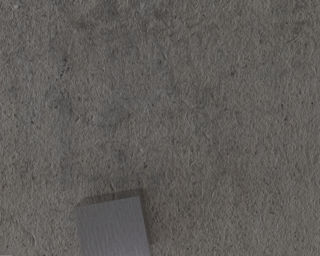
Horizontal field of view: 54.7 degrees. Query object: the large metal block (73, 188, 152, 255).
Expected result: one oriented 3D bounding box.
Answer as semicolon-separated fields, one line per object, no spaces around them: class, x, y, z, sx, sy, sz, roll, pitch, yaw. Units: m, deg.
large metal block;-0.057;0.128;0.397;0.080;0.050;0.080;-10;90;0
